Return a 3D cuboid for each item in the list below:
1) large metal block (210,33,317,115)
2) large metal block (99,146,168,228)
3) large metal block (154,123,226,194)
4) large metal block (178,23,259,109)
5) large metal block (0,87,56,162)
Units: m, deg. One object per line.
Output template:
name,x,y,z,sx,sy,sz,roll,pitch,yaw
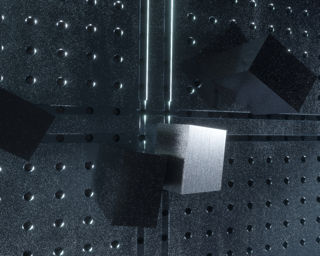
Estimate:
large metal block,0.123,-0.060,0.377,0.080,0.080,0.050,34,79,-17
large metal block,-0.035,0.066,0.372,0.050,0.080,0.080,11,87,-20
large metal block,0.039,0.038,0.399,0.081,0.050,0.080,8,87,-47
large metal block,0.088,-0.084,0.433,0.080,0.050,0.080,-41,103,-16
large metal block,-0.161,-0.009,0.324,0.080,0.080,0.050,31,80,-18
